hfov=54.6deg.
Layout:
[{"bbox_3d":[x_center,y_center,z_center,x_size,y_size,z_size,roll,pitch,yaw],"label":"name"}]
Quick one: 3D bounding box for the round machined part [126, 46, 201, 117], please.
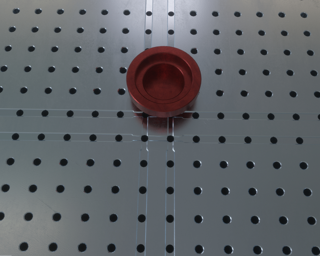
[{"bbox_3d":[0.005,-0.059,0.425,0.099,0.042,0.098,0,70,0],"label":"round machined part"}]
